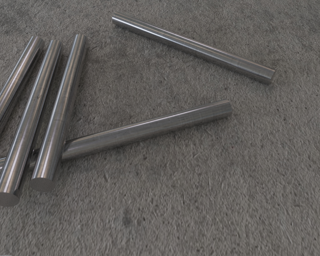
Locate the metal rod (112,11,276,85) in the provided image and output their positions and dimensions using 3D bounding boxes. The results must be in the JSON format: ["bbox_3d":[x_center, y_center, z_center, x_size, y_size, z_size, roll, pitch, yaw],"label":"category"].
[{"bbox_3d":[0.045,-0.140,0.520,0.300,0.025,0.025,27,55,21],"label":"metal rod"}]

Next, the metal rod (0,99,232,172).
[{"bbox_3d":[-0.049,0.010,0.393,0.302,0.025,0.025,-15,52,-13],"label":"metal rod"}]

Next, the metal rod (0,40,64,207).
[{"bbox_3d":[-0.161,-0.033,0.408,0.025,0.025,0.300,-3,43,-3],"label":"metal rod"}]

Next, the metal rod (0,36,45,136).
[{"bbox_3d":[-0.215,-0.030,0.426,0.025,0.025,0.300,3,50,2],"label":"metal rod"}]

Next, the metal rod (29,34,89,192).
[{"bbox_3d":[-0.126,-0.046,0.419,0.025,0.025,0.300,-2,44,-2],"label":"metal rod"}]
